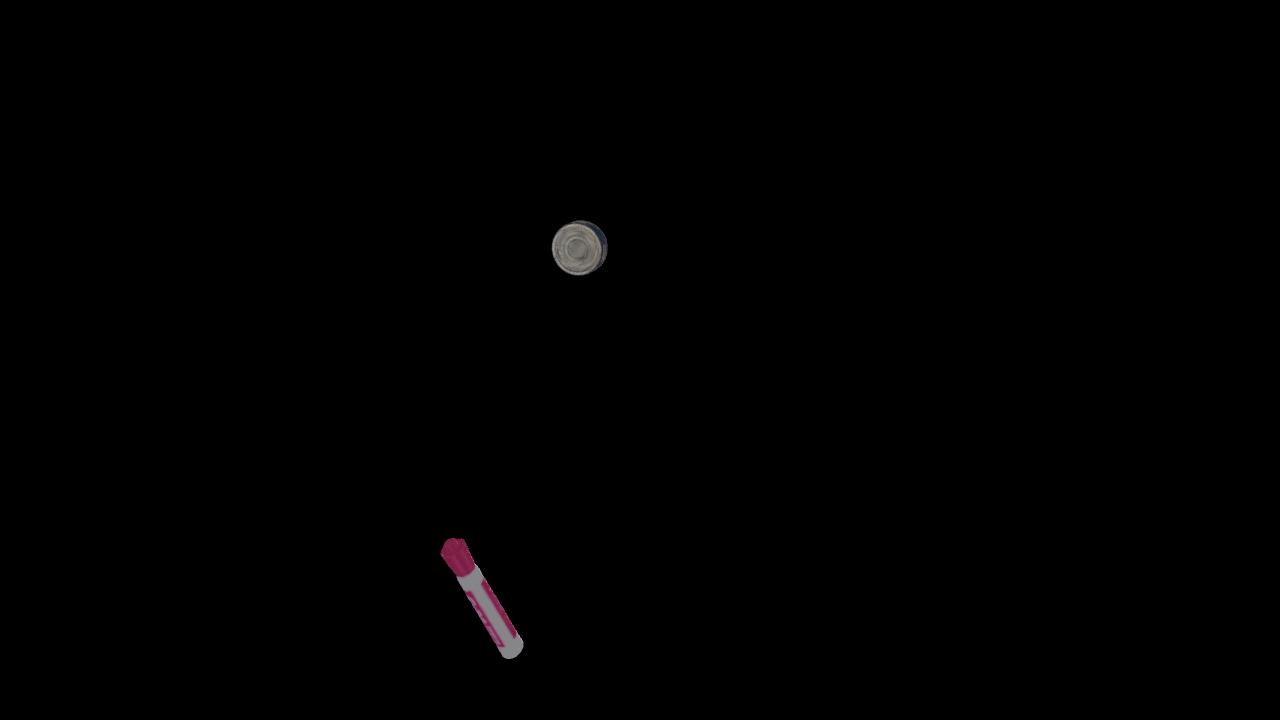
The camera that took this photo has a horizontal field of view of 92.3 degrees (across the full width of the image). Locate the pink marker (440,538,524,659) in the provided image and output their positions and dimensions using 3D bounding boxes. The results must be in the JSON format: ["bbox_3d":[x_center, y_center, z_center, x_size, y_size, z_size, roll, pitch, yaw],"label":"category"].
[{"bbox_3d":[-0.120,0.182,0.470,0.020,0.121,0.020,-15,26,8],"label":"pink marker"}]

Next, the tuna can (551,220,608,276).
[{"bbox_3d":[-0.095,-0.175,0.965,0.084,0.084,0.034,0,18,11],"label":"tuna can"}]
